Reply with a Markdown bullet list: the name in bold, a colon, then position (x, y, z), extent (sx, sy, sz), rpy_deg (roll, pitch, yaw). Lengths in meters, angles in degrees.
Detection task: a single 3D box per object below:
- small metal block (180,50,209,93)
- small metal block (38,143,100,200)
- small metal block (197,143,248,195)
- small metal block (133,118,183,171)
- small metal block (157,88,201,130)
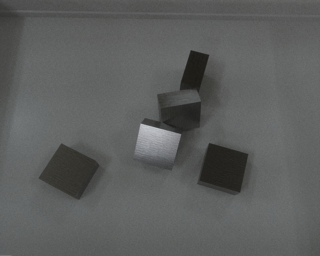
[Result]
- **small metal block**: position (0.045, -0.068, 0.422), extent (0.025, 0.050, 0.050), rpy_deg (16, 71, 5)
- **small metal block**: position (-0.113, 0.055, 0.388), extent (0.050, 0.025, 0.050), rpy_deg (26, 72, 8)
- **small metal block**: position (0.079, 0.052, 0.392), extent (0.050, 0.025, 0.050), rpy_deg (16, 71, 5)
- **small metal block**: position (-0.002, 0.020, 0.389), extent (0.050, 0.025, 0.050), rpy_deg (15, 109, 5)
- **small metal block**: position (0.025, -0.021, 0.402), extent (0.050, 0.050, 0.025), rpy_deg (-10, 50, -4)
